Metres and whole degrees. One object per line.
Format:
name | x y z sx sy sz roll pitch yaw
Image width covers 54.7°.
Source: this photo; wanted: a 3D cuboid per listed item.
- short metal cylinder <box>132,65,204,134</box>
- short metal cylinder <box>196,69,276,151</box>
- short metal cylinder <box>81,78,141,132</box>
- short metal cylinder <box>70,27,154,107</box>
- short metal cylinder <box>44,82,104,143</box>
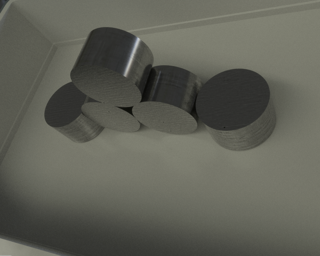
short metal cylinder | 0.012 -0.032 0.382 0.080 0.080 0.050 2 63 29
short metal cylinder | 0.087 -0.021 0.354 0.080 0.050 0.080 -13 56 21
short metal cylinder | -0.059 -0.035 0.420 0.080 0.080 0.050 2 63 29
short metal cylinder | -0.052 -0.066 0.348 0.080 0.080 0.050 2 63 29
short metal cylinder | -0.125 -0.024 0.468 0.080 0.050 0.080 -13 56 21
